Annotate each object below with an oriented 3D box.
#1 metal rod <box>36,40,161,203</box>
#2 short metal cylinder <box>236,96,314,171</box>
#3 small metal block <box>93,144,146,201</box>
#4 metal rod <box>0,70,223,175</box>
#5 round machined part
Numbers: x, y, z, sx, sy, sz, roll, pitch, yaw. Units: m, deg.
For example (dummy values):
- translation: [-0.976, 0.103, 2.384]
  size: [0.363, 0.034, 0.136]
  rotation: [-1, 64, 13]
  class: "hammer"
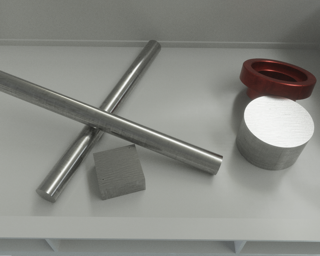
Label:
- translation: [-0.068, -0.031, 0.430]
  size: [0.025, 0.025, 0.301]
  rotation: [18, 52, 14]
  class: "metal rod"
- translation: [0.140, 0.006, 0.385]
  size: [0.081, 0.050, 0.080]
  rotation: [0, 51, 0]
  class: "short metal cylinder"
- translation: [-0.048, 0.051, 0.362]
  size: [0.050, 0.025, 0.050]
  rotation: [-12, 51, -11]
  class: "small metal block"
- translation: [-0.070, -0.009, 0.380]
  size: [0.301, 0.025, 0.025]
  rotation: [21, 53, 4]
  class: "metal rod"
- translation: [0.161, -0.061, 0.434]
  size: [0.099, 0.042, 0.098]
  rotation: [6, 31, -3]
  class: "round machined part"
